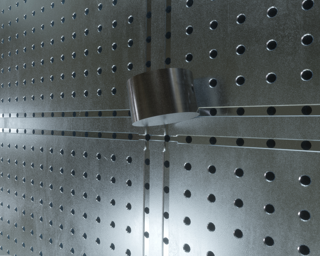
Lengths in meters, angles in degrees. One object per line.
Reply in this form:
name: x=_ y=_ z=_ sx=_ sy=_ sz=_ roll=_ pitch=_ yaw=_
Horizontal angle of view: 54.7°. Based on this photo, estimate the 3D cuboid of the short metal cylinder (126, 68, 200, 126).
short metal cylinder: x=0.003 y=-0.034 z=0.369 sx=0.080 sy=0.081 sz=0.050 roll=-15 pitch=81 yaw=39
